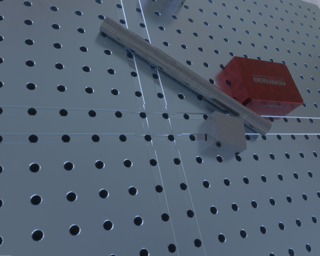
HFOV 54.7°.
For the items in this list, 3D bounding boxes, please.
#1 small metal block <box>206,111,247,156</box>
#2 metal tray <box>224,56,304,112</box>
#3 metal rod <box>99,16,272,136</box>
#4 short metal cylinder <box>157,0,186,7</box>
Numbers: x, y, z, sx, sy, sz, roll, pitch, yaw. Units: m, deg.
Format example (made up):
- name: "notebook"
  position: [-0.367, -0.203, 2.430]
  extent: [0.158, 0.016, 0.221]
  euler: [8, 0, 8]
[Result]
- name: "small metal block"
  position: [0.097, 0.008, 0.455]
  extent: [0.050, 0.025, 0.050]
  euler: [16, 55, -20]
- name: "metal tray"
  position: [0.185, -0.077, 0.551]
  extent: [0.131, 0.030, 0.090]
  euler: [1, 61, -28]
- name: "metal rod"
  position: [0.044, -0.077, 0.478]
  extent: [0.301, 0.025, 0.025]
  euler: [32, 52, -8]
- name: "short metal cylinder"
  position: [0.022, -0.271, 0.569]
  extent: [0.081, 0.050, 0.080]
  euler: [13, 56, -21]
